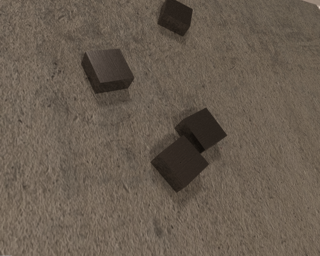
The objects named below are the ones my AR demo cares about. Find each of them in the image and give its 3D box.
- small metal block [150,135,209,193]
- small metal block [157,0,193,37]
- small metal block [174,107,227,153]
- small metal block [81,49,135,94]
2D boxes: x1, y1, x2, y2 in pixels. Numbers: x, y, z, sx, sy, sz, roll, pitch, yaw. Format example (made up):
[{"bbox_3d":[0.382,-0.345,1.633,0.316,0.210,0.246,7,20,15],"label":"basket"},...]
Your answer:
[{"bbox_3d":[0.025,0.045,0.392,0.050,0.025,0.050,49,51,6],"label":"small metal block"},{"bbox_3d":[0.027,-0.194,0.539,0.050,0.025,0.050,22,53,-16],"label":"small metal block"},{"bbox_3d":[0.057,0.005,0.433,0.050,0.025,0.050,-27,77,-37],"label":"small metal block"},{"bbox_3d":[-0.070,-0.077,0.414,0.050,0.025,0.050,-16,70,-35],"label":"small metal block"}]
